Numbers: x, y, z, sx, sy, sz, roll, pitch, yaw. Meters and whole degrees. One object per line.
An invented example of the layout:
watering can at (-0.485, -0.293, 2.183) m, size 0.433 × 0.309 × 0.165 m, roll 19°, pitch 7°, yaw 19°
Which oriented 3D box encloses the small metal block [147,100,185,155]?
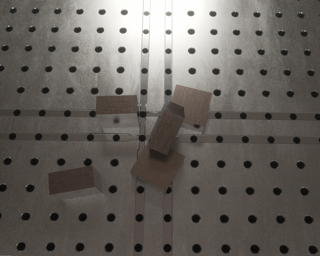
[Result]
small metal block at (0.008, -0.002, 0.380) m, size 0.025 × 0.050 × 0.050 m, roll 23°, pitch 108°, yaw -4°

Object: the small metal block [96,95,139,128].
small metal block at (-0.054, -0.020, 0.405) m, size 0.050 × 0.050 × 0.025 m, roll -2°, pitch 70°, yaw -1°

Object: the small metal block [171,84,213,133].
small metal block at (0.040, -0.027, 0.422) m, size 0.050 × 0.025 × 0.050 m, roll 15°, pitch 71°, yaw 5°

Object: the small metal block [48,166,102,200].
small metal block at (-0.100, 0.067, 0.373) m, size 0.050 × 0.050 × 0.025 m, roll -10°, pitch 71°, yaw -4°

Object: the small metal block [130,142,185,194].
small metal block at (-0.003, 0.048, 0.394) m, size 0.050 × 0.025 × 0.050 m, roll 28°, pitch 72°, yaw 9°
